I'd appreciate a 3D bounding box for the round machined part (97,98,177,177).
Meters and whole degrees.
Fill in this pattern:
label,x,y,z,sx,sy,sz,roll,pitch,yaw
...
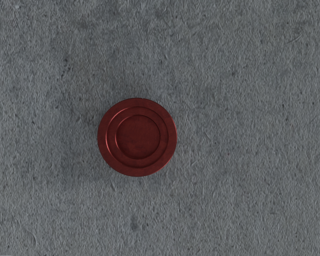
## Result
label,x,y,z,sx,sy,sz,roll,pitch,yaw
round machined part,-0.028,0.011,0.401,0.099,0.042,0.097,0,90,0
